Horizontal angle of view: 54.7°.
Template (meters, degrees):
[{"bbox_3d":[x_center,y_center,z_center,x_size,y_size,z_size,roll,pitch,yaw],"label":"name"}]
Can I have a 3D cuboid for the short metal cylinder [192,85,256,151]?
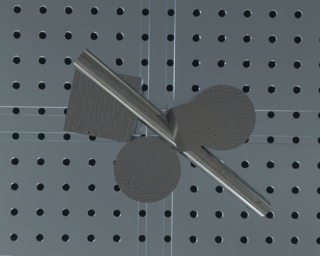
[{"bbox_3d":[0.075,-0.013,0.398,0.081,0.050,0.079,0,90,0],"label":"short metal cylinder"}]

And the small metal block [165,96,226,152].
[{"bbox_3d":[0.040,-0.004,0.353,0.050,0.025,0.050,-18,90,-18],"label":"small metal block"}]

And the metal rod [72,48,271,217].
[{"bbox_3d":[0.025,0.015,0.375,0.301,0.025,0.025,39,90,-14],"label":"metal rod"}]

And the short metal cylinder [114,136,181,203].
[{"bbox_3d":[-0.015,0.050,0.397,0.081,0.050,0.079,0,90,0],"label":"short metal cylinder"}]

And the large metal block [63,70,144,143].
[{"bbox_3d":[-0.068,-0.029,0.395,0.080,0.050,0.080,11,90,0],"label":"large metal block"}]
